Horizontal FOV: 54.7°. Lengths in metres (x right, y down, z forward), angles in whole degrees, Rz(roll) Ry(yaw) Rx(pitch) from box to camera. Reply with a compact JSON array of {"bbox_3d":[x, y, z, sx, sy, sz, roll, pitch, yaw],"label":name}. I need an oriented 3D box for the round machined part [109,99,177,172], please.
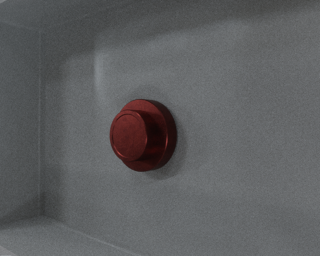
[{"bbox_3d":[-0.029,0.010,0.413,0.098,0.042,0.097,0,90,39],"label":"round machined part"}]
